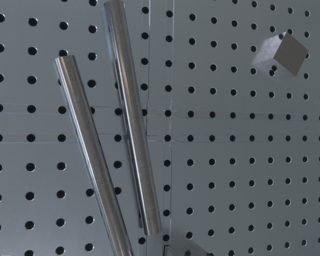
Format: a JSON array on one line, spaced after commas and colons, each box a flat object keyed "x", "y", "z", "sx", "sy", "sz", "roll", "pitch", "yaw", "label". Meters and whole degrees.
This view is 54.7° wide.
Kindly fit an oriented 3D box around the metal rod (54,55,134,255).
[{"x": -0.075, "y": 0.059, "z": 0.385, "sx": 0.025, "sy": 0.025, "sz": 0.298, "roll": -17, "pitch": 96, "yaw": -19, "label": "metal rod"}]

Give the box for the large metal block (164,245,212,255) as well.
[{"x": 0.041, "y": 0.206, "z": 0.399, "sx": 0.050, "sy": 0.080, "sz": 0.080, "roll": 5, "pitch": 89, "yaw": -20, "label": "large metal block"}]

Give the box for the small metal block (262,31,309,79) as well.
[{"x": 0.197, "y": -0.113, "z": 0.485, "sx": 0.050, "sy": 0.025, "sz": 0.050, "roll": 33, "pitch": 79, "yaw": -17, "label": "small metal block"}]

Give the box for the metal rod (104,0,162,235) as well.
[{"x": -0.034, "y": -0.010, "z": 0.400, "sx": 0.025, "sy": 0.025, "sz": 0.298, "roll": -11, "pitch": 94, "yaw": -20, "label": "metal rod"}]
